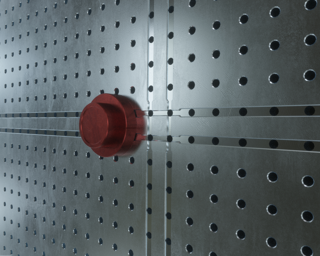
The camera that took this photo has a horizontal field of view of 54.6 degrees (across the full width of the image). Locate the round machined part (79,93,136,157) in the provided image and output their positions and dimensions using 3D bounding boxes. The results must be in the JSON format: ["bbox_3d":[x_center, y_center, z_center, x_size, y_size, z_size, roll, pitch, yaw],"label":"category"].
[{"bbox_3d":[-0.085,-0.004,0.470,0.098,0.042,0.097,0,90,40],"label":"round machined part"}]
